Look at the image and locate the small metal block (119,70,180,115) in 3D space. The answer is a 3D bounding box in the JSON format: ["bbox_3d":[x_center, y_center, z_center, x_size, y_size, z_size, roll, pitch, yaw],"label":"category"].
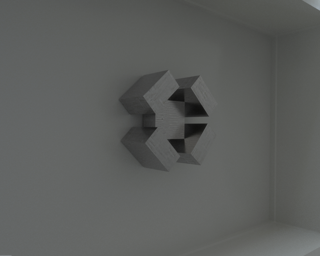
[{"bbox_3d":[-0.013,-0.043,0.376,0.050,0.050,0.025,-49,119,-28],"label":"small metal block"}]

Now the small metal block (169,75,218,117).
[{"bbox_3d":[0.042,-0.042,0.422,0.025,0.050,0.050,-53,122,-28],"label":"small metal block"}]

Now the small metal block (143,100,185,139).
[{"bbox_3d":[0.006,-0.011,0.408,0.050,0.025,0.050,1,90,-40],"label":"small metal block"}]

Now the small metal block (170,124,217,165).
[{"bbox_3d":[0.041,0.021,0.422,0.025,0.050,0.050,49,60,-30],"label":"small metal block"}]

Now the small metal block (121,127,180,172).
[{"bbox_3d":[-0.012,0.025,0.378,0.025,0.050,0.050,-52,120,-26],"label":"small metal block"}]
